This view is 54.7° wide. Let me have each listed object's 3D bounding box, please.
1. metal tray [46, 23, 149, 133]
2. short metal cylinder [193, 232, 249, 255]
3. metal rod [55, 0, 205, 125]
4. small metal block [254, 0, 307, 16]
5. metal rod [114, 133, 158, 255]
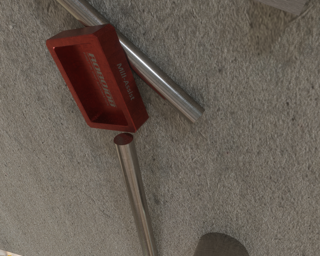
[{"bbox_3d":[-0.076,-0.057,0.385,0.090,0.030,0.129,6,130,36],"label":"metal tray"},{"bbox_3d":[0.090,0.207,0.471,0.080,0.050,0.079,13,124,20],"label":"short metal cylinder"},{"bbox_3d":[-0.065,-0.114,0.368,0.300,0.025,0.025,42,129,-2],"label":"metal rod"},{"bbox_3d":[0.109,-0.132,0.267,0.050,0.025,0.050,25,127,12],"label":"small metal block"},{"bbox_3d":[-0.029,0.131,0.477,0.025,0.025,0.298,10,131,22],"label":"metal rod"}]
